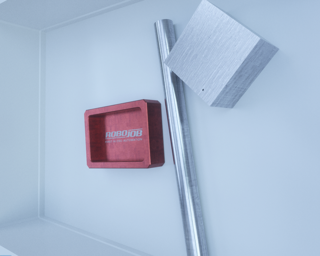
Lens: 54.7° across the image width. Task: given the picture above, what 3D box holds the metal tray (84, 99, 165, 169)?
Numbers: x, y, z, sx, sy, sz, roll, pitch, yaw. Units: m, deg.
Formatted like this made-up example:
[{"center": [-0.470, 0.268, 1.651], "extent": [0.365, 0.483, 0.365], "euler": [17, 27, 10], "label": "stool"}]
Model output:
[{"center": [-0.055, 0.012, 0.446], "extent": [0.130, 0.030, 0.089], "euler": [-6, 86, 39], "label": "metal tray"}]

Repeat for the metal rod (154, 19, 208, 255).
[{"center": [0.025, 0.012, 0.384], "extent": [0.025, 0.025, 0.298], "euler": [-13, 82, 39], "label": "metal rod"}]

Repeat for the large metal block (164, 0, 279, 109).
[{"center": [0.064, -0.078, 0.337], "extent": [0.080, 0.050, 0.080], "euler": [49, 118, 28], "label": "large metal block"}]

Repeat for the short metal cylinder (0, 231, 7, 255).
[{"center": [-0.400, 0.282, 0.718], "extent": [0.080, 0.050, 0.079], "euler": [0, 90, 39], "label": "short metal cylinder"}]
